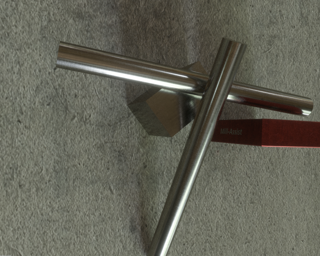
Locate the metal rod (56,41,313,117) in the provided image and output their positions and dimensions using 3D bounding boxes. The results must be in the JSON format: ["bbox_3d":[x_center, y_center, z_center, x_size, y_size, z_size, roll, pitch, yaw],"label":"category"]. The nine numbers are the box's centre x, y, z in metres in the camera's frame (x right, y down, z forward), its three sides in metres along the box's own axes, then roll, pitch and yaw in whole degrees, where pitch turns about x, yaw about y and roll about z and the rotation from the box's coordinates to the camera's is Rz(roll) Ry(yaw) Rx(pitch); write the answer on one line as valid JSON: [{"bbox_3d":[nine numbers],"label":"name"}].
[{"bbox_3d":[0.045,-0.048,0.341,0.302,0.025,0.025,9,87,-20],"label":"metal rod"}]

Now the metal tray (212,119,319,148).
[{"bbox_3d":[0.131,0.006,0.403,0.091,0.130,0.030,2,90,-20],"label":"metal tray"}]

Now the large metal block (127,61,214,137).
[{"bbox_3d":[0.015,-0.034,0.386,0.080,0.080,0.050,-39,103,-16],"label":"large metal block"}]

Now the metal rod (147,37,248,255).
[{"bbox_3d":[0.032,0.048,0.355,0.025,0.025,0.298,9,113,-20],"label":"metal rod"}]
